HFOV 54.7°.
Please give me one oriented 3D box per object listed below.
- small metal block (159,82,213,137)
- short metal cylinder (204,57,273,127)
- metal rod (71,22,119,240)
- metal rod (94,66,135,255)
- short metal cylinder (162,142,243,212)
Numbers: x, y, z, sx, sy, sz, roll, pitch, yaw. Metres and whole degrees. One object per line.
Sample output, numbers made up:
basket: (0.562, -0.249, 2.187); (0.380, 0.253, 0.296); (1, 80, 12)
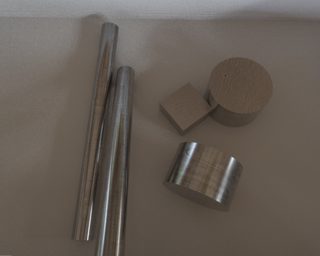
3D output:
small metal block: (0.034, -0.025, 0.419); (0.050, 0.025, 0.050); (-35, 74, -12)
short metal cylinder: (0.102, -0.047, 0.415); (0.081, 0.050, 0.080); (0, 70, -1)
metal rod: (-0.082, -0.010, 0.412); (0.025, 0.025, 0.299); (3, 70, 1)
metal rod: (-0.045, 0.028, 0.333); (0.025, 0.025, 0.300); (-1, 45, -1)
short metal cylinder: (0.050, 0.057, 0.360); (0.080, 0.080, 0.050); (22, 72, 7)
